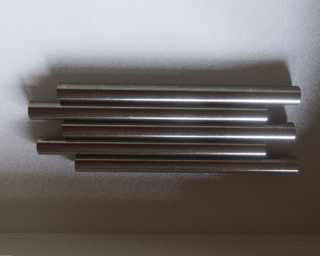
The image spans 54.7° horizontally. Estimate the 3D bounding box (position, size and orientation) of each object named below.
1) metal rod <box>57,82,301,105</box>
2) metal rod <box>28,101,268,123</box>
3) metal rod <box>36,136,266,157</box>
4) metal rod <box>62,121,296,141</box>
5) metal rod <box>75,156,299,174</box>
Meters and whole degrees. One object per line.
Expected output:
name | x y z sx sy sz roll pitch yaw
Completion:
metal rod | 0.024 -0.043 0.394 0.302 0.025 0.025 1 110 -1
metal rod | -0.014 -0.021 0.402 0.302 0.025 0.025 1 110 -1
metal rod | -0.010 0.025 0.419 0.302 0.025 0.025 1 110 -1
metal rod | 0.025 0.003 0.411 0.302 0.025 0.025 1 110 -1
metal rod | 0.037 0.050 0.429 0.302 0.025 0.025 1 110 -1
